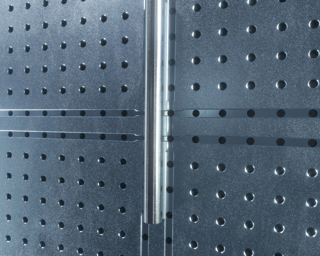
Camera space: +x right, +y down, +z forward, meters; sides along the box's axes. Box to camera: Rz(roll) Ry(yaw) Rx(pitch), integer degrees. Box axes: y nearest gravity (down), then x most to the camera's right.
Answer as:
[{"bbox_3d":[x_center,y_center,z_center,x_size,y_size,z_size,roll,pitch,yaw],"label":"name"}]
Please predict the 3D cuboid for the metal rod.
[{"bbox_3d":[-0.009,-0.024,0.416,0.025,0.025,0.298,1,90,20],"label":"metal rod"}]
